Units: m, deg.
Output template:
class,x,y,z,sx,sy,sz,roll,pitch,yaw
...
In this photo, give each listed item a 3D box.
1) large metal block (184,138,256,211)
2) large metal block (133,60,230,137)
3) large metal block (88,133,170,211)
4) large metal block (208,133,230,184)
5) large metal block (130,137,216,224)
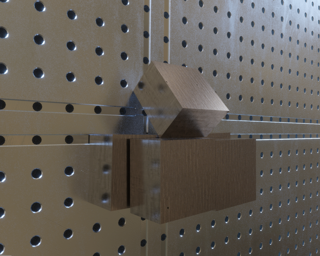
class,x,y,z,sx,sy,sz,roll,pitch,yaw
large metal block,0.077,0.053,0.392,0.081,0.050,0.079,0,90,-40
large metal block,0.026,-0.034,0.390,0.081,0.050,0.080,0,48,-40
large metal block,-0.035,0.047,0.366,0.081,0.050,0.079,2,89,-40
large metal block,0.055,0.047,0.441,0.081,0.050,0.079,-1,91,-40
large metal block,0.015,0.051,0.339,0.081,0.050,0.079,0,90,-40
